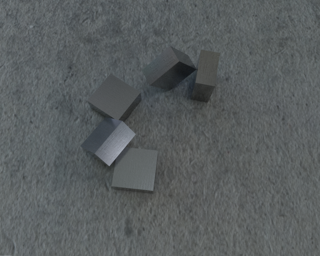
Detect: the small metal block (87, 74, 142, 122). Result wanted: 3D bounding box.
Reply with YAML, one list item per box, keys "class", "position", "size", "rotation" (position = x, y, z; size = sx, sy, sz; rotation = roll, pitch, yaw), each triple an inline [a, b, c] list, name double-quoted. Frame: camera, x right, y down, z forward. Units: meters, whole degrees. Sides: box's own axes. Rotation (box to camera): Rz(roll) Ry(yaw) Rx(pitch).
- class: "small metal block"
  position: [-0.061, -0.037, 0.421]
  size: [0.050, 0.025, 0.050]
  rotation: [33, 73, 11]

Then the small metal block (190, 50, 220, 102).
- class: "small metal block"
  position: [0.061, -0.069, 0.421]
  size: [0.025, 0.050, 0.050]
  rotation: [11, 70, 2]

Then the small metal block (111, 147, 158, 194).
- class: "small metal block"
  position: [-0.030, 0.053, 0.388]
  size: [0.050, 0.025, 0.050]
  rotation: [6, 70, 2]

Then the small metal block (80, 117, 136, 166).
- class: "small metal block"
  position: [-0.066, 0.015, 0.386]
  size: [0.050, 0.050, 0.025]
  rotation: [-51, 120, -16]

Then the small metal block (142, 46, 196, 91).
- class: "small metal block"
  position: [0.013, -0.078, 0.413]
  size: [0.050, 0.050, 0.025]
  rotation: [-36, 70, 25]
